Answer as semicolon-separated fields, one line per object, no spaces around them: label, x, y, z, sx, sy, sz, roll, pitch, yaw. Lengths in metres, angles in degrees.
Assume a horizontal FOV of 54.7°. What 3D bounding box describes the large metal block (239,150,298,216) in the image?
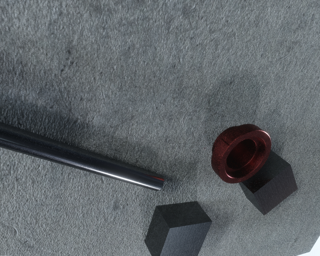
large metal block;0.194;0.099;0.561;0.080;0.050;0.080;-37;130;-4

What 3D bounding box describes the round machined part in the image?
round machined part;0.122;0.036;0.487;0.099;0.042;0.097;-14;125;-21

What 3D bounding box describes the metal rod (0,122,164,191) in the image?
metal rod;-0.112;0.031;0.365;0.302;0.025;0.025;24;105;-37

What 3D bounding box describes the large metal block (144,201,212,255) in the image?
large metal block;0.029;0.173;0.516;0.081;0.050;0.079;1;118;-30
